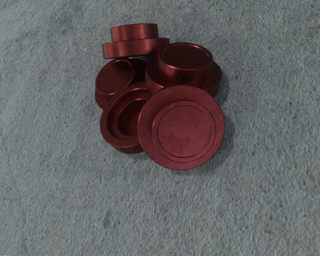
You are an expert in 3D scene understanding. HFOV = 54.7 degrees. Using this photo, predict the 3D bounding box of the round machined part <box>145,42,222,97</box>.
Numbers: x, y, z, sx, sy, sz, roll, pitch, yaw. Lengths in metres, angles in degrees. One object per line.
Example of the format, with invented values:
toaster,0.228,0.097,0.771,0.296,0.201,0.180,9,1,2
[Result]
round machined part,0.031,-0.075,0.395,0.099,0.042,0.098,2,43,-2

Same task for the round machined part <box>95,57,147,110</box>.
round machined part,-0.057,-0.067,0.465,0.098,0.042,0.098,-13,56,20

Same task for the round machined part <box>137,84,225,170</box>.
round machined part,0.024,0.001,0.345,0.098,0.098,0.042,-37,10,3

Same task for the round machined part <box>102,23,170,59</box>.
round machined part,-0.035,-0.126,0.451,0.098,0.099,0.042,1,104,28

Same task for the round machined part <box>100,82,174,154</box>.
round machined part,-0.027,-0.009,0.413,0.098,0.042,0.098,-13,56,20
